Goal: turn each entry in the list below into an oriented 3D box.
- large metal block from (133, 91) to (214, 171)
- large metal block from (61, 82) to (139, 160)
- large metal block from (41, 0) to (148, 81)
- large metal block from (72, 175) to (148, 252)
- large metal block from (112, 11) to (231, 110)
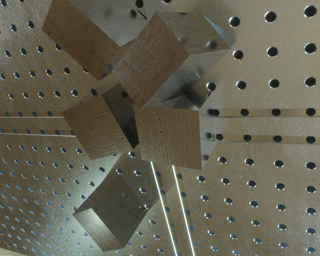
[{"bbox_3d":[0.019,-0.001,0.383,0.080,0.050,0.079,7,122,24],"label":"large metal block"},{"bbox_3d":[-0.074,-0.009,0.427,0.080,0.050,0.080,-17,110,34],"label":"large metal block"},{"bbox_3d":[-0.065,-0.109,0.341,0.080,0.080,0.050,42,129,-1],"label":"large metal block"},{"bbox_3d":[-0.078,0.137,0.499,0.050,0.080,0.080,-27,104,37],"label":"large metal block"},{"bbox_3d":[0.012,-0.070,0.318,0.050,0.081,0.080,54,129,10],"label":"large metal block"}]
